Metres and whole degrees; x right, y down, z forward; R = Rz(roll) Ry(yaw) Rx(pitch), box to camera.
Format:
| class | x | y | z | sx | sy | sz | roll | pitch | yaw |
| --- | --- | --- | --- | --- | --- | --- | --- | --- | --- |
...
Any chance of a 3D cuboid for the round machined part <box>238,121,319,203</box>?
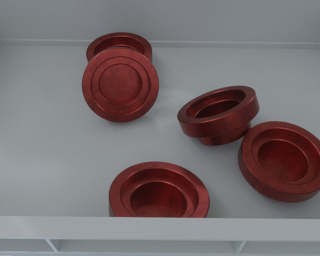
| class | x | y | z | sx | sy | sz | roll | pitch | yaw |
| --- | --- | --- | --- | --- | --- | --- | --- | --- | --- |
| round machined part | 0.140 | 0.042 | 0.360 | 0.099 | 0.042 | 0.098 | 1 | 51 | -1 |

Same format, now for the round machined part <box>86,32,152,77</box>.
| class | x | y | z | sx | sy | sz | roll | pitch | yaw |
| --- | --- | --- | --- | --- | --- | --- | --- | --- | --- |
| round machined part | -0.061 | -0.103 | 0.480 | 0.099 | 0.042 | 0.098 | 0 | 50 | 0 |

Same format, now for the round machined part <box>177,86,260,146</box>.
| class | x | y | z | sx | sy | sz | roll | pitch | yaw |
| --- | --- | --- | --- | --- | --- | --- | --- | --- | --- |
| round machined part | 0.075 | -0.013 | 0.386 | 0.098 | 0.042 | 0.098 | -20 | 21 | 8 |

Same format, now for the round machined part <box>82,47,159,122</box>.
| class | x | y | z | sx | sy | sz | roll | pitch | yaw |
| --- | --- | --- | --- | --- | --- | --- | --- | --- | --- |
| round machined part | -0.053 | -0.060 | 0.417 | 0.099 | 0.097 | 0.042 | -9 | 20 | -8 |

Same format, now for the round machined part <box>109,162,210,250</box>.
| class | x | y | z | sx | sy | sz | roll | pitch | yaw |
| --- | --- | --- | --- | --- | --- | --- | --- | --- | --- |
| round machined part | -0.002 | 0.081 | 0.314 | 0.099 | 0.042 | 0.098 | 5 | 33 | -3 |
